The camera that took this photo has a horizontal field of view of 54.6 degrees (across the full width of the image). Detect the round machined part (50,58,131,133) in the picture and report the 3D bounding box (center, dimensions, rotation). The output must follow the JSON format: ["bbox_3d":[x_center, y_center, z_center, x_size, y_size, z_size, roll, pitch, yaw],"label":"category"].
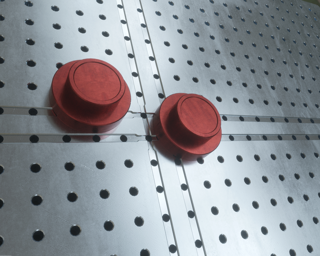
[{"bbox_3d":[-0.081,-0.046,0.381,0.099,0.042,0.098,14,56,-21],"label":"round machined part"}]

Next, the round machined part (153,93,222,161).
[{"bbox_3d":[0.044,-0.008,0.425,0.099,0.042,0.098,13,56,-21],"label":"round machined part"}]
